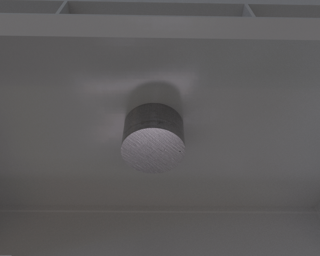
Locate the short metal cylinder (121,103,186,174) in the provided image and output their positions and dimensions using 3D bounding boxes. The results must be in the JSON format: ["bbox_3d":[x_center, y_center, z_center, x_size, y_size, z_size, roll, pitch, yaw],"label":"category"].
[{"bbox_3d":[-0.008,0.014,0.404,0.080,0.050,0.080,0,130,0],"label":"short metal cylinder"}]
